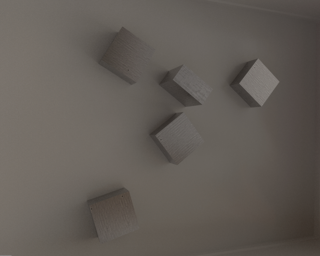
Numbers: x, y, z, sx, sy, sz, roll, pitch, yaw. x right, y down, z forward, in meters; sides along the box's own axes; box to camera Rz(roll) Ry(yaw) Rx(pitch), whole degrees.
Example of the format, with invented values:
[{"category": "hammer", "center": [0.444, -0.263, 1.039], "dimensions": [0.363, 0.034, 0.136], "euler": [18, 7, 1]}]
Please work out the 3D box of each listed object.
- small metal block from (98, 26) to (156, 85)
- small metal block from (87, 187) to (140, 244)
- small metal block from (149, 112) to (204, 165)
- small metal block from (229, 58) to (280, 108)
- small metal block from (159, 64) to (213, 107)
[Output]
[{"category": "small metal block", "center": [-0.042, -0.091, 0.395], "dimensions": [0.050, 0.025, 0.050], "euler": [32, 80, -17]}, {"category": "small metal block", "center": [-0.059, 0.109, 0.389], "dimensions": [0.050, 0.025, 0.050], "euler": [-17, 96, -19]}, {"category": "small metal block", "center": [0.023, 0.014, 0.419], "dimensions": [0.050, 0.025, 0.050], "euler": [-39, 103, -16]}, {"category": "small metal block", "center": [0.141, -0.066, 0.462], "dimensions": [0.050, 0.025, 0.050], "euler": [42, 77, -15]}, {"category": "small metal block", "center": [0.033, -0.054, 0.409], "dimensions": [0.050, 0.050, 0.025], "euler": [38, 78, -16]}]
